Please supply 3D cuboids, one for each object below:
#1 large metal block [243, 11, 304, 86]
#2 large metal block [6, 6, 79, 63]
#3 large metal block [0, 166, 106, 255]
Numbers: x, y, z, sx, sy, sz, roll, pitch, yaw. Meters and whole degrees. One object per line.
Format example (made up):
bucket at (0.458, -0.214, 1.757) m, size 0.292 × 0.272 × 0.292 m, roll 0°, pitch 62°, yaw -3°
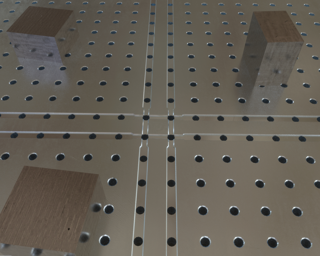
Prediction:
large metal block at (0.168, -0.121, 0.475) m, size 0.050 × 0.080 × 0.080 m, roll -2°, pitch 50°, yaw -2°
large metal block at (-0.194, -0.159, 0.525) m, size 0.080 × 0.050 × 0.080 m, roll 8°, pitch 51°, yaw 7°
large metal block at (-0.108, 0.090, 0.316) m, size 0.080 × 0.050 × 0.080 m, roll 6°, pitch 50°, yaw 5°
